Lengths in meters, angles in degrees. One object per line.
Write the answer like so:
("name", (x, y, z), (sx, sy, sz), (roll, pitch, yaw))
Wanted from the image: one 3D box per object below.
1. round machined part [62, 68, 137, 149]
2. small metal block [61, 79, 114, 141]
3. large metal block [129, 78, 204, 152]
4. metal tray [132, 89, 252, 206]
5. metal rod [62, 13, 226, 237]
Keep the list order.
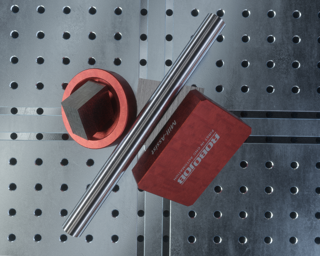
("round machined part", (-0.072, -0.024, 0.391), (0.098, 0.042, 0.097), (1, 93, 25))
("small metal block", (-0.085, -0.022, 0.372), (0.025, 0.050, 0.050), (22, 51, 25))
("large metal block", (0.008, -0.015, 0.401), (0.081, 0.050, 0.080), (9, 90, -1))
("metal tray", (0.038, 0.029, 0.378), (0.090, 0.030, 0.129), (28, 105, -32))
("metal rod", (-0.018, -0.004, 0.363), (0.025, 0.025, 0.299), (35, 90, -1))
